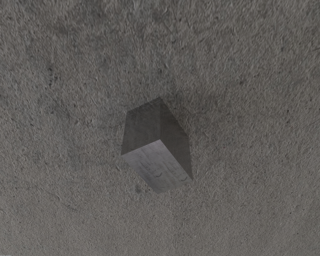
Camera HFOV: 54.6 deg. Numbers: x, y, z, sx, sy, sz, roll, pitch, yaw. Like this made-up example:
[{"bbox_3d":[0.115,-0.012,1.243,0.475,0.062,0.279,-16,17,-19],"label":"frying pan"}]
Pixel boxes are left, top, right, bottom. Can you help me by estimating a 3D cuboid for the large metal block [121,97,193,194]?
[{"bbox_3d":[-0.002,0.022,0.389,0.050,0.080,0.080,-24,126,19],"label":"large metal block"}]
